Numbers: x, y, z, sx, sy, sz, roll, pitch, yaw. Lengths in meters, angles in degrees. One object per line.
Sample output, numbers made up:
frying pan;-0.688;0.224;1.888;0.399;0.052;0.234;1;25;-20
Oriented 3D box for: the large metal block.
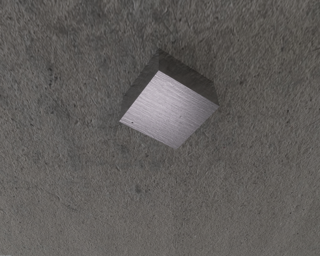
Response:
large metal block;0.010;-0.032;0.364;0.080;0.050;0.080;27;125;-22
